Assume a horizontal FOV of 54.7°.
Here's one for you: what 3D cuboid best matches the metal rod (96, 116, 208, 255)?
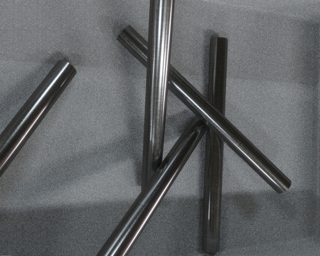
[{"bbox_3d":[-0.016,0.086,0.342,0.025,0.025,0.301,49,50,-14],"label":"metal rod"}]

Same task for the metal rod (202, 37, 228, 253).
[{"bbox_3d":[0.078,0.023,0.440,0.025,0.025,0.298,3,89,-20],"label":"metal rod"}]

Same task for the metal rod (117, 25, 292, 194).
[{"bbox_3d":[0.063,-0.020,0.412,0.300,0.025,0.025,43,76,-7],"label":"metal rod"}]

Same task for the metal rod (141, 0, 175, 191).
[{"bbox_3d":[-0.003,-0.052,0.347,0.025,0.025,0.298,-6,117,-20],"label":"metal rod"}]

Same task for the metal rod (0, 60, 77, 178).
[{"bbox_3d":[-0.172,0.047,0.304,0.025,0.025,0.300,36,62,-17],"label":"metal rod"}]
